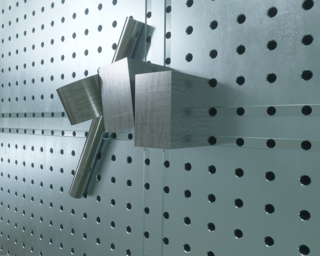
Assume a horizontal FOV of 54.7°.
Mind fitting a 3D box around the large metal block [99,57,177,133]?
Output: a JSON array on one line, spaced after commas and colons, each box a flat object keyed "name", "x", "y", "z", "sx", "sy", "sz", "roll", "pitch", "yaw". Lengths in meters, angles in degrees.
[{"name": "large metal block", "x": -0.026, "y": -0.037, "z": 0.393, "sx": 0.050, "sy": 0.081, "sz": 0.080, "roll": -11, "pitch": 83, "yaw": 39}]

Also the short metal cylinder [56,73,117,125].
[{"name": "short metal cylinder", "x": -0.092, "y": -0.041, "z": 0.419, "sx": 0.080, "sy": 0.081, "sz": 0.050, "roll": -12, "pitch": 102, "yaw": 39}]

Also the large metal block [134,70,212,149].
[{"name": "large metal block", "x": 0.017, "y": -0.019, "z": 0.358, "sx": 0.050, "sy": 0.081, "sz": 0.079, "roll": 1, "pitch": 91, "yaw": 39}]

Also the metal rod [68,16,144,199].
[{"name": "metal rod", "x": -0.088, "y": -0.020, "z": 0.479, "sx": 0.025, "sy": 0.025, "sz": 0.298, "roll": 34, "pitch": 111, "yaw": 34}]
